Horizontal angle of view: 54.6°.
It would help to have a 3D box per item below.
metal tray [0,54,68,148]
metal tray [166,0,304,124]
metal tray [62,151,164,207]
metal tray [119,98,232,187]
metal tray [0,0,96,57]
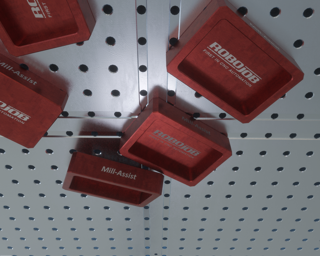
[{"bbox_3d":[-0.192,-0.037,0.375,0.130,0.030,0.090,32,123,-25],"label":"metal tray"},{"bbox_3d":[0.083,-0.069,0.349,0.131,0.030,0.090,30,124,-24],"label":"metal tray"},{"bbox_3d":[-0.070,0.079,0.454,0.131,0.030,0.090,17,150,-14],"label":"metal tray"},{"bbox_3d":[0.022,0.025,0.429,0.131,0.030,0.090,28,125,-22],"label":"metal tray"},{"bbox_3d":[-0.127,-0.138,0.289,0.090,0.030,0.130,-11,130,9],"label":"metal tray"}]
